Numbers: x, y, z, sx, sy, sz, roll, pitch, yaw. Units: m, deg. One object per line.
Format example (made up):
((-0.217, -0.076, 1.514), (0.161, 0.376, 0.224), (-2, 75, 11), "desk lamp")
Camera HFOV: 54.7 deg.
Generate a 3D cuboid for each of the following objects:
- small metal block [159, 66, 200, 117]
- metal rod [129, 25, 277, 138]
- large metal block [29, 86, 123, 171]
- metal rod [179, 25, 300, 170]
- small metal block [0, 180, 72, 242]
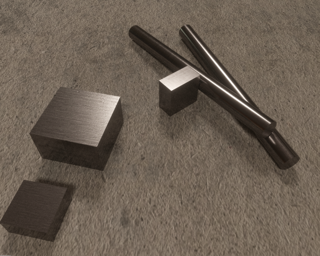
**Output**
((0.026, -0.051, 0.430), (0.050, 0.050, 0.025), (-31, 57, -24), "small metal block")
((0.043, -0.083, 0.458), (0.025, 0.025, 0.300), (-29, 52, -22), "metal rod")
((-0.098, -0.001, 0.386), (0.080, 0.050, 0.080), (11, 51, 8), "large metal block")
((0.100, -0.065, 0.458), (0.025, 0.025, 0.300), (-17, 52, -14), "metal rod")
((-0.129, 0.087, 0.328), (0.050, 0.025, 0.050), (9, 51, 7), "small metal block")
